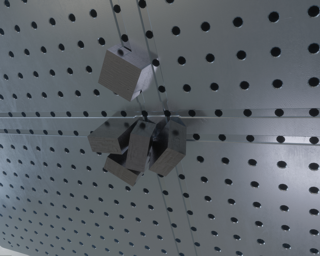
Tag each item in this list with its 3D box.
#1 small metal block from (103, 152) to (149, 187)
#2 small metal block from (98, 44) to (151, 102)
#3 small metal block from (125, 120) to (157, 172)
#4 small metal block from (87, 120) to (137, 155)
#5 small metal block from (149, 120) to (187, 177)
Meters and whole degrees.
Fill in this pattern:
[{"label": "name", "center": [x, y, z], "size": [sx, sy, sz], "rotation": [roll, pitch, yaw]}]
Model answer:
[{"label": "small metal block", "center": [-0.045, 0.049, 0.450], "size": [0.050, 0.050, 0.025], "rotation": [31, 128, 8]}, {"label": "small metal block", "center": [-0.046, -0.070, 0.393], "size": [0.050, 0.025, 0.050], "rotation": [31, 129, 8]}, {"label": "small metal block", "center": [-0.025, 0.023, 0.414], "size": [0.025, 0.050, 0.050], "rotation": [13, 112, 4]}, {"label": "small metal block", "center": [-0.064, 0.012, 0.437], "size": [0.050, 0.050, 0.025], "rotation": [3, 119, 27]}, {"label": "small metal block", "center": [0.010, 0.026, 0.403], "size": [0.025, 0.050, 0.050], "rotation": [24, 131, -16]}]
